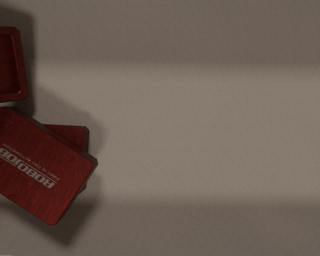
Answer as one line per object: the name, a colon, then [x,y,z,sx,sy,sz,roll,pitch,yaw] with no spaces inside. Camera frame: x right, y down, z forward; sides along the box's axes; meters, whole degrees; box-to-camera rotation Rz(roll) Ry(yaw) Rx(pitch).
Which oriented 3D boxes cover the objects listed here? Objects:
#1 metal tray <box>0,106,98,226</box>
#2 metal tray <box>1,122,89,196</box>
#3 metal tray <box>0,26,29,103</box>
metal tray: [-0.155,0.044,0.376,0.130,0.030,0.090,33,90,-1]
metal tray: [-0.164,0.039,0.407,0.131,0.030,0.089,3,90,-1]
metal tray: [-0.228,-0.070,0.357,0.131,0.030,0.089,-15,108,-41]
